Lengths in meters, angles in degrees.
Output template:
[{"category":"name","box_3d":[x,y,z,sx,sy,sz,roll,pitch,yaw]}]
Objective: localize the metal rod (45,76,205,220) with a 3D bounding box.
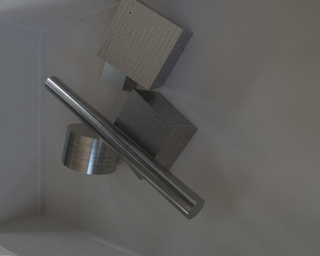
[{"category":"metal rod","box_3d":[-0.064,0.007,0.392,0.300,0.025,0.025,37,112,33]}]

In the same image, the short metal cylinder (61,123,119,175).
[{"category":"short metal cylinder","box_3d":[-0.097,0.028,0.449,0.080,0.081,0.050,22,104,37]}]

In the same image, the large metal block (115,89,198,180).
[{"category":"large metal block","box_3d":[-0.013,0.007,0.399,0.080,0.050,0.080,47,118,29]}]

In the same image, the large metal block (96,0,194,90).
[{"category":"large metal block","box_3d":[-0.018,-0.104,0.384,0.080,0.050,0.080,35,111,9]}]

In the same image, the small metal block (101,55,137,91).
[{"category":"small metal block","box_3d":[-0.055,-0.085,0.450,0.050,0.025,0.050,29,108,36]}]
